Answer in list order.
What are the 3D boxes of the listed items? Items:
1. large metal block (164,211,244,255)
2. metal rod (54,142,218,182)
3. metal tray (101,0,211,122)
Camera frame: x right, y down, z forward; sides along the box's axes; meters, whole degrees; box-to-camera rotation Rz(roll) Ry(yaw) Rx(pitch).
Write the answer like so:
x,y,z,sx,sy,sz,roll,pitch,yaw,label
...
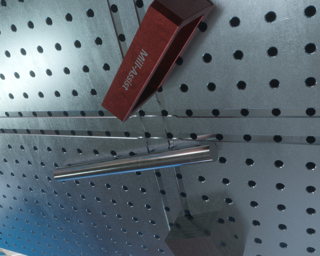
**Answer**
x,y,z,sx,sy,sz,roll,pitch,yaw,label
0.068,0.178,0.468,0.080,0.050,0.080,-22,107,35,large metal block
-0.055,0.057,0.473,0.300,0.025,0.025,-12,112,33,metal rod
-0.005,-0.075,0.324,0.030,0.090,0.129,38,129,3,metal tray
